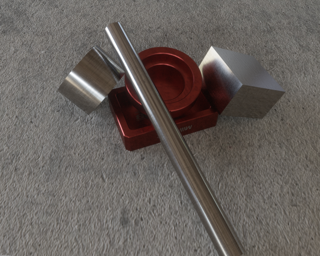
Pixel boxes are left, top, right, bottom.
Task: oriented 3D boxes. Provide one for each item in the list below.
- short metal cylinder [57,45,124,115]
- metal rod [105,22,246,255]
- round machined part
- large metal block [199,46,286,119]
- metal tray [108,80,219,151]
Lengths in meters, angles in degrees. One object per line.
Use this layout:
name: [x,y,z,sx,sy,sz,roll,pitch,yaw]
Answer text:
short metal cylinder: [-0.090,-0.064,0.413,0.050,0.080,0.080,40,53,-14]
metal rod: [0.006,0.000,0.348,0.025,0.025,0.299,-22,70,-17]
round machined part: [0.003,-0.055,0.409,0.099,0.042,0.098,2,65,-4]
large metal block: [0.105,-0.060,0.418,0.081,0.050,0.080,3,45,-33]
metal tray: [0.003,-0.027,0.424,0.131,0.030,0.090,-16,52,-14]
